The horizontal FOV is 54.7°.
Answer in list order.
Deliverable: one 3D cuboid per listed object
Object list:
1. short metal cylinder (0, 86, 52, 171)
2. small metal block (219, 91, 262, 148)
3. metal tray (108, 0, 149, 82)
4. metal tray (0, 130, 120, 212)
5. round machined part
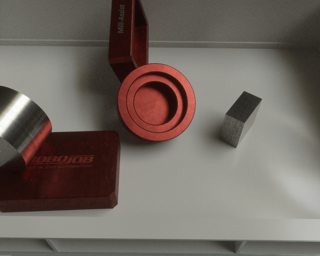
[{"bbox_3d":[-0.164,0.002,0.326,0.080,0.080,0.050,14,52,11],"label":"short metal cylinder"},{"bbox_3d":[0.104,-0.011,0.399,0.025,0.050,0.050,29,56,22],"label":"small metal block"},{"bbox_3d":[-0.041,-0.125,0.442,0.030,0.090,0.130,-5,67,10],"label":"metal tray"},{"bbox_3d":[-0.114,0.048,0.360,0.131,0.030,0.090,-2,50,-2],"label":"metal tray"},{"bbox_3d":[-0.008,-0.030,0.399,0.099,0.042,0.097,1,85,-13],"label":"round machined part"}]
